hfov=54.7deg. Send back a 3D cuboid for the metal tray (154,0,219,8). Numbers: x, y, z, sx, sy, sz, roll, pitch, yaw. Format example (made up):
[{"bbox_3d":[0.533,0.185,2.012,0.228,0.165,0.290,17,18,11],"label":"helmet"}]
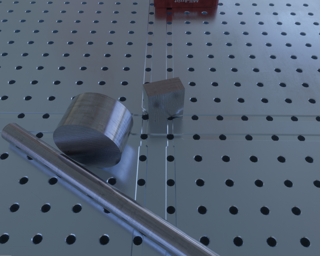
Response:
[{"bbox_3d":[0.052,-0.288,0.647,0.131,0.030,0.090,-1,50,-1],"label":"metal tray"}]

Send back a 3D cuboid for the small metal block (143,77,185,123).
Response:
[{"bbox_3d":[0.005,-0.038,0.423,0.050,0.050,0.025,-13,52,-11],"label":"small metal block"}]

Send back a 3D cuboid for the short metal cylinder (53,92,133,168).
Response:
[{"bbox_3d":[-0.077,0.004,0.368,0.080,0.080,0.050,10,51,8],"label":"short metal cylinder"}]

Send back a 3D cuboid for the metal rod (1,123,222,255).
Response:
[{"bbox_3d":[-0.070,0.069,0.348,0.300,0.025,0.025,28,55,21],"label":"metal rod"}]
